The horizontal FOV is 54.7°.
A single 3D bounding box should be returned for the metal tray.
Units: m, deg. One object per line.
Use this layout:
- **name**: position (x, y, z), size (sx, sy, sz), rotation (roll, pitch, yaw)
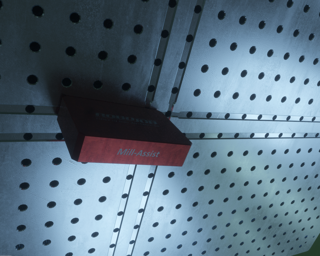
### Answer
- **metal tray**: position (-0.040, 0.004, 0.350), size (0.131, 0.090, 0.030), rotation (7, 115, -32)
